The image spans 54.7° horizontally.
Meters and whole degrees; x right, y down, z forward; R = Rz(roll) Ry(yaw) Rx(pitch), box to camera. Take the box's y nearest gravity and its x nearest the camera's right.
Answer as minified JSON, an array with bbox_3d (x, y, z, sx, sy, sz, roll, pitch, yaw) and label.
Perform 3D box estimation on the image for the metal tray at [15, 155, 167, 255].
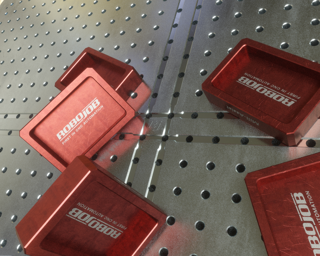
[{"bbox_3d":[-0.060,0.096,0.310,0.090,0.130,0.030,-51,43,-8],"label":"metal tray"}]

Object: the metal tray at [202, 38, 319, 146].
[{"bbox_3d":[0.126,-0.048,0.367,0.090,0.030,0.130,-48,52,-6],"label":"metal tray"}]

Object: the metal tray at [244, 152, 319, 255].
[{"bbox_3d":[0.139,0.092,0.275,0.090,0.030,0.130,-20,54,16],"label":"metal tray"}]

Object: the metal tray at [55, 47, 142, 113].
[{"bbox_3d":[-0.103,-0.074,0.502,0.130,0.030,0.090,30,78,37],"label":"metal tray"}]

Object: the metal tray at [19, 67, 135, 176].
[{"bbox_3d":[-0.110,-0.009,0.426,0.130,0.090,0.030,-44,15,-1],"label":"metal tray"}]
